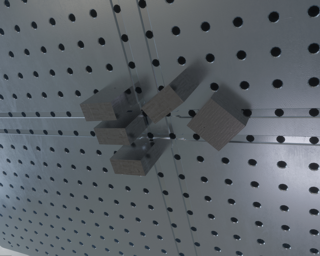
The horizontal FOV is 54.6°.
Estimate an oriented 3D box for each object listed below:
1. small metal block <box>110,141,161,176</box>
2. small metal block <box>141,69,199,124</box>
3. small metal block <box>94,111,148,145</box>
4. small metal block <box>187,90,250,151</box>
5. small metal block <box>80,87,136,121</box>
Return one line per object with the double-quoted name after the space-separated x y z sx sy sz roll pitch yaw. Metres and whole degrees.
-0.034 0.042 0.439 0.050 0.050 0.025 -1 118 28 "small metal block"
0.012 -0.037 0.366 0.025 0.050 0.050 49 129 -6 "small metal block"
-0.053 -0.001 0.423 0.050 0.050 0.025 0 118 28 "small metal block"
0.069 -0.008 0.370 0.050 0.025 0.050 39 129 1 "small metal block"
-0.068 -0.032 0.412 0.050 0.050 0.025 -1 118 29 "small metal block"
